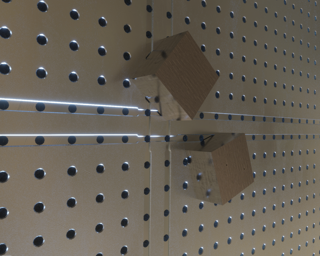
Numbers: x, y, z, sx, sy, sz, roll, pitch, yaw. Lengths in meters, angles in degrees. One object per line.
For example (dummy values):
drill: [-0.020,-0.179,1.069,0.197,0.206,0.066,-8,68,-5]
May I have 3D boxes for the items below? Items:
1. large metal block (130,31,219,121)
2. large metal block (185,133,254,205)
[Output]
large metal block: [0.022,-0.066,0.410,0.080,0.050,0.080,49,61,-29]
large metal block: [0.092,0.058,0.469,0.081,0.050,0.080,-23,105,-37]
